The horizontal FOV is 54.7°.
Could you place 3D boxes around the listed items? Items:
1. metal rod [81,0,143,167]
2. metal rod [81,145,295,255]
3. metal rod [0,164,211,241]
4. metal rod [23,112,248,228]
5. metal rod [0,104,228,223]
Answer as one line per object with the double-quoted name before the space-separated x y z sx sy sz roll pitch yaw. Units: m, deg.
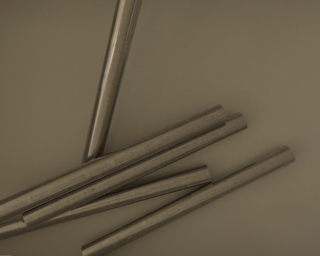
"metal rod" -0.052 -0.067 0.349 0.025 0.025 0.298 18 115 -1
"metal rod" 0.038 0.100 0.411 0.301 0.025 0.025 -26 90 -1
"metal rod" -0.081 0.100 0.410 0.302 0.025 0.025 -15 90 -1
"metal rod" -0.027 0.051 0.399 0.302 0.025 0.025 -24 90 -5
"metal rod" -0.057 0.041 0.382 0.302 0.025 0.025 -24 90 -5
